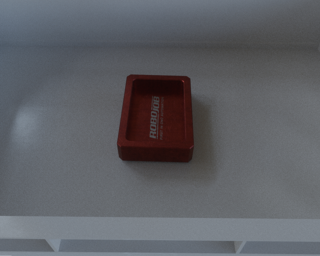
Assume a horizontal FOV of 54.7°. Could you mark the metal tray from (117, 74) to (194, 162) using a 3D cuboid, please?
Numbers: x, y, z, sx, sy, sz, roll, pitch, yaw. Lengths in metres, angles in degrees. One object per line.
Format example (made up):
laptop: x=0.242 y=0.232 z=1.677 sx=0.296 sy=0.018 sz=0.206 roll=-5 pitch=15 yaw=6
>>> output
metal tray: x=-0.004 y=-0.017 z=0.412 sx=0.091 sy=0.030 sz=0.130 roll=2 pitch=50 yaw=0
